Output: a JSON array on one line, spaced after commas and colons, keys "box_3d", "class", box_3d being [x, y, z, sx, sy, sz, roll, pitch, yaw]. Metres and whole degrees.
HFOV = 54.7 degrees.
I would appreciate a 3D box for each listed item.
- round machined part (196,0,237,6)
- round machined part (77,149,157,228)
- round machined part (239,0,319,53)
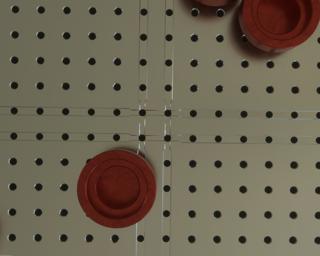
[{"box_3d": [0.074, -0.208, 0.406, 0.099, 0.042, 0.097, 0, 90, -1], "class": "round machined part"}, {"box_3d": [-0.054, 0.076, 0.404, 0.099, 0.042, 0.097, 0, 90, -1], "class": "round machined part"}, {"box_3d": [0.152, -0.148, 0.407, 0.099, 0.042, 0.097, 0, 90, -1], "class": "round machined part"}]
